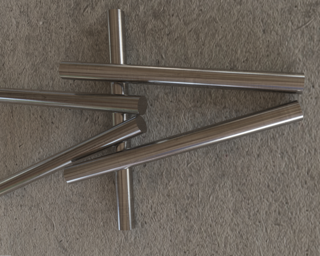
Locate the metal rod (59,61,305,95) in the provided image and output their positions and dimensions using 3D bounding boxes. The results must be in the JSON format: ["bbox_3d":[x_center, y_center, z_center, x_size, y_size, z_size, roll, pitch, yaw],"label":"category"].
[{"bbox_3d":[0.016,-0.065,0.387,0.301,0.025,0.025,5,92,13],"label":"metal rod"}]

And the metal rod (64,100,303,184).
[{"bbox_3d":[0.018,0.022,0.386,0.301,0.025,0.025,-17,85,12],"label":"metal rod"}]

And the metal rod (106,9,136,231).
[{"bbox_3d":[-0.054,-0.012,0.428,0.025,0.025,0.298,-3,89,19],"label":"metal rod"}]

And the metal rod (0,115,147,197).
[{"bbox_3d":[-0.149,0.050,0.446,0.300,0.025,0.025,-24,82,23],"label":"metal rod"}]

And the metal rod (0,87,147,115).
[{"bbox_3d":[-0.158,-0.042,0.449,0.301,0.025,0.025,6,92,25],"label":"metal rod"}]
